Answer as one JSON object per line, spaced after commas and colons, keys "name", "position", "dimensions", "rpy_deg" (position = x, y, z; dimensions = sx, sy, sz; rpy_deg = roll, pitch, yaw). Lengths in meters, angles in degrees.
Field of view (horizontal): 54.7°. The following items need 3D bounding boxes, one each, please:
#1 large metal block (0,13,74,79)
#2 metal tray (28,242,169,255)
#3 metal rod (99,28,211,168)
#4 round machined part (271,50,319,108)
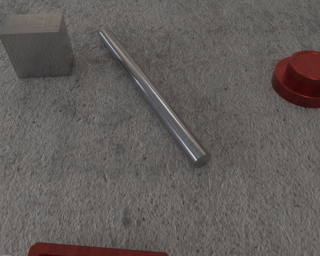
{"name": "large metal block", "position": [-0.182, -0.123, 0.470], "dimensions": [0.081, 0.080, 0.050], "rpy_deg": [-4, 50, -3]}
{"name": "metal tray", "position": [-0.058, 0.154, 0.269], "dimensions": [0.131, 0.030, 0.090], "rpy_deg": [4, 50, 3]}
{"name": "metal rod", "position": [-0.022, -0.061, 0.454], "dimensions": [0.025, 0.025, 0.300], "rpy_deg": [-23, 54, -18]}
{"name": "round machined part", "position": [0.222, -0.079, 0.460], "dimensions": [0.099, 0.042, 0.098], "rpy_deg": [0, 50, 0]}
